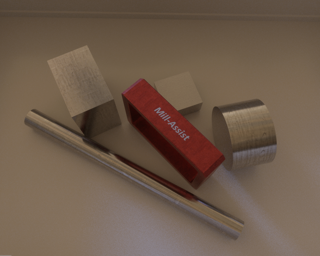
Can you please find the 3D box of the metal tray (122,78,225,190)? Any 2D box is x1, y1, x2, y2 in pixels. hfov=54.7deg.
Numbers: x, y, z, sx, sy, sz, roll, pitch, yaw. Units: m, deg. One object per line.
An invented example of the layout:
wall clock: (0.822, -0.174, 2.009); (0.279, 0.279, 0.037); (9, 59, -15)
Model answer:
metal tray: (0.012, 0.010, 0.369); (0.030, 0.090, 0.130); (-42, 76, -14)

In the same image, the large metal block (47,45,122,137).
large metal block: (-0.092, -0.042, 0.393); (0.050, 0.080, 0.080); (-25, 72, -9)

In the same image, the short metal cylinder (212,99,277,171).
short metal cylinder: (0.099, 0.008, 0.377); (0.050, 0.080, 0.080); (-11, 71, -3)

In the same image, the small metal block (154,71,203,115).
small metal block: (0.024, -0.044, 0.423); (0.050, 0.025, 0.050); (-19, 71, -7)

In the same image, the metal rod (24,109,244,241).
metal rod: (-0.039, 0.054, 0.388); (0.301, 0.025, 0.025); (27, 72, 9)
